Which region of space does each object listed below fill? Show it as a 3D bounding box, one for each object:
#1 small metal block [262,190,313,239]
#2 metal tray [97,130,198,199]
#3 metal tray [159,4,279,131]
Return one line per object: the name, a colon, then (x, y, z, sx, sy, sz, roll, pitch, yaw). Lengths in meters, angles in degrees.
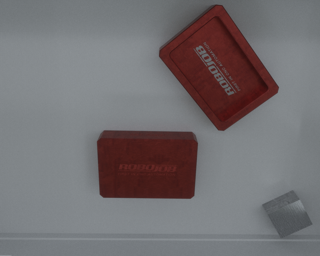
small metal block: (0.189, 0.129, 0.462, 0.050, 0.025, 0.050, -29, 108, 10)
metal tray: (-0.017, 0.051, 0.427, 0.131, 0.030, 0.089, 1, 110, -1)
metal tray: (0.072, -0.071, 0.383, 0.090, 0.030, 0.130, -37, 106, 12)
